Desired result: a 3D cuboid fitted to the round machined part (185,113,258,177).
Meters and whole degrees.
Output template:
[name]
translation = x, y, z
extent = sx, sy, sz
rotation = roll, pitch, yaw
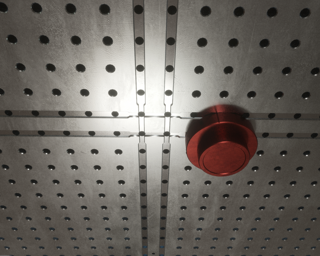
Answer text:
[round machined part]
translation = 0.085, 0.030, 0.427
extent = 0.099, 0.042, 0.097
rotation = -1, 130, 0
